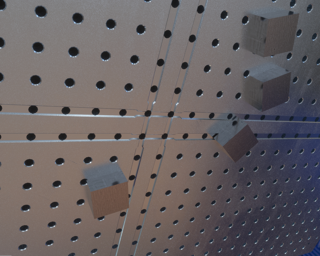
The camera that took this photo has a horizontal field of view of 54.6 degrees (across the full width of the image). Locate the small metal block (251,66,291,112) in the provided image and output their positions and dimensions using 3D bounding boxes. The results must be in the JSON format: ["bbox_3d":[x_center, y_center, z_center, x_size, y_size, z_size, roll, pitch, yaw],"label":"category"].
[{"bbox_3d":[0.166,-0.058,0.464,0.050,0.025,0.050,-22,127,-16],"label":"small metal block"}]

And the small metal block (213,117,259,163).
[{"bbox_3d":[0.120,0.019,0.488,0.050,0.025,0.050,-42,129,1],"label":"small metal block"}]

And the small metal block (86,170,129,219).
[{"bbox_3d":[-0.071,0.092,0.428,0.050,0.025,0.050,-13,124,-21],"label":"small metal block"}]

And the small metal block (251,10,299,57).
[{"bbox_3d":[0.154,-0.127,0.416,0.050,0.025,0.050,-16,125,-19],"label":"small metal block"}]
